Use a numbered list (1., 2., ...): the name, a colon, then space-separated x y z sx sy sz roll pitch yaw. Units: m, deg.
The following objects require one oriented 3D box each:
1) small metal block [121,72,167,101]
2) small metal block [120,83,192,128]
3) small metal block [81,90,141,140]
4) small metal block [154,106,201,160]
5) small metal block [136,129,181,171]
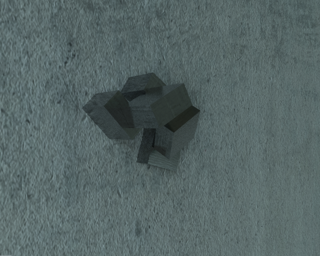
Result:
1. small metal block: -0.013 -0.040 0.381 0.050 0.050 0.025 39 66 -33
2. small metal block: -0.004 -0.023 0.323 0.050 0.050 0.025 -36 113 -34
3. small metal block: -0.053 -0.013 0.348 0.025 0.050 0.050 -53 121 -27
4. small metal block: 0.020 0.003 0.377 0.050 0.025 0.050 -38 151 -33
5. small metal block: 0.001 0.027 0.409 0.050 0.025 0.050 21 77 -38
